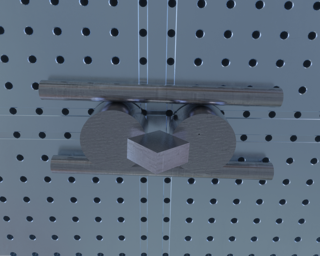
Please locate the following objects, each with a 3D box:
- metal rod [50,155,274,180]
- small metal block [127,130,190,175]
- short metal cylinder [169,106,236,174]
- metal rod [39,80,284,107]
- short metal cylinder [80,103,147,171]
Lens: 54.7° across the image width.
[{"bbox_3d":[0.004,0.055,0.430,0.302,0.025,0.025,2,110,-1],"label":"metal rod"},{"bbox_3d":[-0.002,0.026,0.357,0.050,0.050,0.025,-14,116,-42],"label":"small metal block"},{"bbox_3d":[0.053,0.012,0.401,0.081,0.050,0.079,0,110,0],"label":"short metal cylinder"},{"bbox_3d":[0.002,-0.043,0.394,0.302,0.025,0.025,2,110,-1],"label":"metal rod"},{"bbox_3d":[-0.057,0.008,0.399,0.081,0.050,0.079,0,110,0],"label":"short metal cylinder"}]
